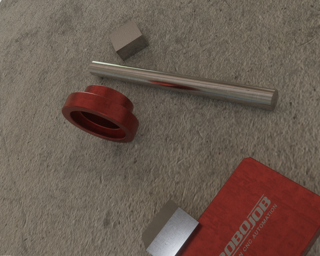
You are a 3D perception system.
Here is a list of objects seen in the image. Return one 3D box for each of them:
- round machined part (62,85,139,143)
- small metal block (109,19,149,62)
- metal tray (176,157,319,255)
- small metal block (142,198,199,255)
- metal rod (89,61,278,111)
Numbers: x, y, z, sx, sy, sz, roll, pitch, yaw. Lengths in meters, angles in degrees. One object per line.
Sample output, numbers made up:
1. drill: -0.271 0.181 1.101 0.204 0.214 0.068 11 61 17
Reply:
1. round machined part: -0.073 -0.021 0.407 0.098 0.098 0.042 6 65 30
2. small metal block: -0.053 -0.148 0.520 0.050 0.025 0.050 -31 52 8
3. metal tray: 0.085 0.103 0.293 0.090 0.030 0.130 32 79 37
4. small metal block: 0.009 0.104 0.316 0.025 0.050 0.050 40 82 -4
5. metal rod: 0.011 -0.066 0.437 0.300 0.025 0.025 16 70 34
